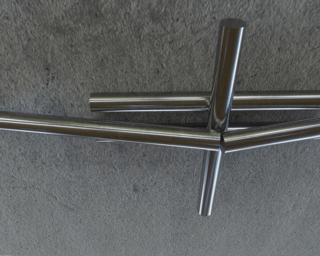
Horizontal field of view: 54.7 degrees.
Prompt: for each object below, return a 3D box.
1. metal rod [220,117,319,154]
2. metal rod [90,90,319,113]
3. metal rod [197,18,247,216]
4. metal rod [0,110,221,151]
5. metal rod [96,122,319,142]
[{"bbox_3d":[0.220,-0.005,0.375,0.302,0.025,0.025,-9,131,-6],"label":"metal rod"},{"bbox_3d":[0.067,-0.033,0.381,0.302,0.025,0.025,-1,130,0],"label":"metal rod"},{"bbox_3d":[0.070,0.014,0.389,0.025,0.025,0.298,0,130,0],"label":"metal rod"},{"bbox_3d":[-0.080,0.001,0.375,0.302,0.025,0.025,5,131,7],"label":"metal rod"},{"bbox_3d":[0.067,0.005,0.413,0.302,0.025,0.025,-1,130,0],"label":"metal rod"}]
